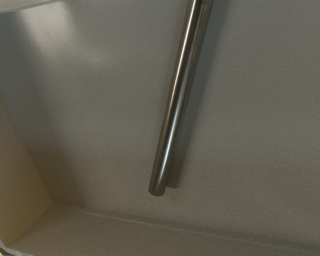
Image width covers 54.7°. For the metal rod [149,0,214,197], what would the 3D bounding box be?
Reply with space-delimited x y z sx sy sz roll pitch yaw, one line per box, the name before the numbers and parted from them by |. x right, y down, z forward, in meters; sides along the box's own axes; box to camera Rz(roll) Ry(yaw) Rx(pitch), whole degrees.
metal rod | 0.020 -0.025 0.381 0.025 0.025 0.298 22 127 14
